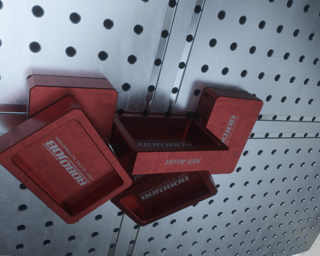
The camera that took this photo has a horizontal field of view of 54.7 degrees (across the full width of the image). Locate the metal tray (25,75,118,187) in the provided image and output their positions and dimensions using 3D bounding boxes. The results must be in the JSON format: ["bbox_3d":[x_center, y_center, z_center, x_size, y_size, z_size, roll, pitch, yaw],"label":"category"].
[{"bbox_3d":[-0.105,0.007,0.356,0.091,0.030,0.129,-1,120,-28],"label":"metal tray"}]

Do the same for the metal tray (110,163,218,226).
[{"bbox_3d":[0.006,0.086,0.442,0.130,0.030,0.090,-26,131,10],"label":"metal tray"}]

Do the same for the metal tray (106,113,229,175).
[{"bbox_3d":[0.008,0.017,0.384,0.131,0.090,0.030,1,118,-30],"label":"metal tray"}]

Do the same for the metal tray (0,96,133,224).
[{"bbox_3d":[-0.098,0.040,0.339,0.090,0.030,0.130,-33,130,-7],"label":"metal tray"}]

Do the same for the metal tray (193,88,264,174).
[{"bbox_3d":[0.090,0.009,0.463,0.091,0.030,0.129,3,117,-30],"label":"metal tray"}]
